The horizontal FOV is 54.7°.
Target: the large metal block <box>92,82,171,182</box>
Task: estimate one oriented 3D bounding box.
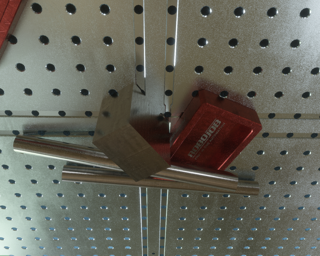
[{"bbox_3d":[-0.031,0.005,0.379,0.050,0.080,0.080,-27,125,21],"label":"large metal block"}]

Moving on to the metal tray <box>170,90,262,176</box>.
[{"bbox_3d":[0.063,0.019,0.425,0.091,0.030,0.129,20,127,-17],"label":"metal tray"}]

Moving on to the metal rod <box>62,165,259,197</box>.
[{"bbox_3d":[0.005,0.083,0.482,0.302,0.025,0.025,6,130,-6],"label":"metal rod"}]

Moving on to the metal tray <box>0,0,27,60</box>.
[{"bbox_3d":[-0.198,-0.113,0.309,0.090,0.030,0.129,29,124,-23],"label":"metal tray"}]

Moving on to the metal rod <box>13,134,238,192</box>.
[{"bbox_3d":[-0.047,0.047,0.420,0.302,0.025,0.025,10,130,3],"label":"metal rod"}]
